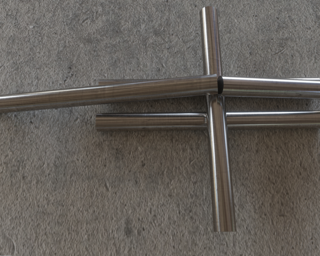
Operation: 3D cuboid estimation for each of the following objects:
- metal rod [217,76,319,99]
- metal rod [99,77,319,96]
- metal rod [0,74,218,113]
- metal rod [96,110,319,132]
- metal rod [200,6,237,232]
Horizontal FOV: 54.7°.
[{"bbox_3d":[0.221,-0.049,0.404,0.302,0.025,0.025,1,70,-11],"label":"metal rod"},{"bbox_3d":[0.068,-0.056,0.430,0.302,0.025,0.025,-1,70,-1],"label":"metal rod"},{"bbox_3d":[-0.080,-0.042,0.397,0.302,0.025,0.025,-4,70,8],"label":"metal rod"},{"bbox_3d":[0.068,-0.010,0.413,0.302,0.025,0.025,-1,70,-1],"label":"metal rod"},{"bbox_3d":[0.071,-0.026,0.393,0.025,0.025,0.299,0,70,-1],"label":"metal rod"}]
